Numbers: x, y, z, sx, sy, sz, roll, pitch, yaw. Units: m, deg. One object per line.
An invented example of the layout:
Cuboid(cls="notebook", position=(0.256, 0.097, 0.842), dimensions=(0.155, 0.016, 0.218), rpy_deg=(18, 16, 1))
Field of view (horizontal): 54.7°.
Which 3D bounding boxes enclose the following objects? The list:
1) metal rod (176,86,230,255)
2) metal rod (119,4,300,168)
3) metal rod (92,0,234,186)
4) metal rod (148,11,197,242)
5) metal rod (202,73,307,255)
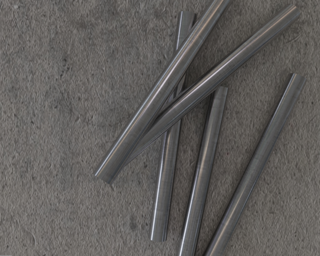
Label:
Cuboid(cls="metal rod", position=(0.050, 0.093, 0.410), dimensions=(0.025, 0.025, 0.298), rpy_deg=(12, 90, 0))
Cuboid(cls="metal rod", position=(0.062, -0.058, 0.391), dimensions=(0.301, 0.025, 0.025), rpy_deg=(-40, 90, -8))
Cuboid(cls="metal rod", position=(0.016, -0.066, 0.374), dimensions=(0.025, 0.025, 0.300), rpy_deg=(33, 75, 0))
Cuboid(cls="metal rod", position=(0.017, -0.002, 0.409), dimensions=(0.025, 0.025, 0.298), rpy_deg=(8, 90, 0))
Cuboid(cls="metal rod", position=(0.118, 0.068, 0.410), dimensions=(0.025, 0.025, 0.299), rpy_deg=(26, 90, 0))
